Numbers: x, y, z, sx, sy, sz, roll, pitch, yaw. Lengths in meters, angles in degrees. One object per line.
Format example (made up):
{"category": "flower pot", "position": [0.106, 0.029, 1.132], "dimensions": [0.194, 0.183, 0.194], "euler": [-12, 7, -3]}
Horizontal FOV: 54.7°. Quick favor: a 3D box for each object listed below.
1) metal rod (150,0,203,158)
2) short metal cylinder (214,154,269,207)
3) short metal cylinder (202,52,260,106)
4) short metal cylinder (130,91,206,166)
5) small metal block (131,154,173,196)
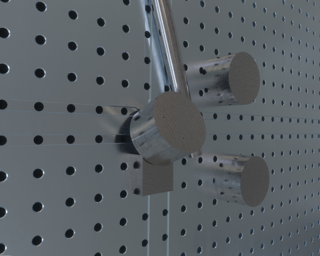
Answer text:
{"category": "metal rod", "position": [0.016, -0.103, 0.422], "dimensions": [0.025, 0.025, 0.298], "euler": [-22, 104, -38]}
{"category": "short metal cylinder", "position": [0.135, 0.084, 0.507], "dimensions": [0.081, 0.050, 0.079], "euler": [0, 90, -40]}
{"category": "short metal cylinder", "position": [0.113, -0.075, 0.488], "dimensions": [0.081, 0.050, 0.079], "euler": [0, 90, -40]}
{"category": "short metal cylinder", "position": [0.010, 0.001, 0.384], "dimensions": [0.080, 0.050, 0.080], "euler": [20, 56, -31]}
{"category": "small metal block", "position": [-0.010, 0.058, 0.402], "dimensions": [0.050, 0.025, 0.050], "euler": [0, 90, -40]}
